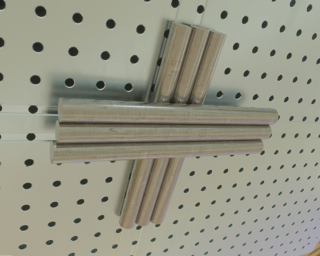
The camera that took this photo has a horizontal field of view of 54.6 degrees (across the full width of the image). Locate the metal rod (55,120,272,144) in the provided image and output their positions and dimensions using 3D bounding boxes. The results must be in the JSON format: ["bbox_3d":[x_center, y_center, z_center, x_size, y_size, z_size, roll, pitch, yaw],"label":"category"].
[{"bbox_3d":[0.026,0.004,0.395,0.302,0.025,0.025,0,118,-29],"label":"metal rod"}]

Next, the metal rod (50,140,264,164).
[{"bbox_3d":[0.017,0.026,0.404,0.302,0.025,0.025,0,118,-29],"label":"metal rod"}]

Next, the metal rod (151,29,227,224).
[{"bbox_3d":[0.031,0.015,0.437,0.025,0.025,0.298,2,118,-29],"label":"metal rod"}]

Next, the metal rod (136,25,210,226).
[{"bbox_3d":[0.009,0.014,0.424,0.025,0.025,0.298,2,118,-29],"label":"metal rod"}]

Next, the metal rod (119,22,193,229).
[{"bbox_3d":[-0.013,0.014,0.412,0.025,0.025,0.298,2,118,-29],"label":"metal rod"}]

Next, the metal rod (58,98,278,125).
[{"bbox_3d":[0.032,-0.017,0.385,0.302,0.025,0.025,0,118,-29],"label":"metal rod"}]
